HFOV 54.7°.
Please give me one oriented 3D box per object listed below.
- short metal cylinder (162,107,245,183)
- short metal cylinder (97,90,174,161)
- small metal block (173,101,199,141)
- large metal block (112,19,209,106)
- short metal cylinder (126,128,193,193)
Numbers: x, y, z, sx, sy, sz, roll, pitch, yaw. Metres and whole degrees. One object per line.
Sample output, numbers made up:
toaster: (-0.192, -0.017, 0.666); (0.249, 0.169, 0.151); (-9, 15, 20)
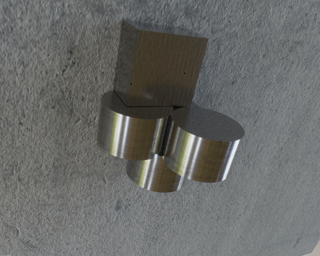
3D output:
short metal cylinder: (0.047, 0.016, 0.344); (0.081, 0.080, 0.050); (-2, 120, -28)
short metal cylinder: (-0.029, -0.006, 0.354); (0.081, 0.080, 0.050); (-2, 120, -28)
small metal block: (0.022, -0.015, 0.398); (0.025, 0.050, 0.050); (1, 118, -29)
large metal block: (-0.002, -0.071, 0.348); (0.081, 0.050, 0.079); (-2, 119, -28)
short metal cylinder: (0.001, 0.037, 0.397); (0.081, 0.080, 0.050); (-1, 119, -28)
